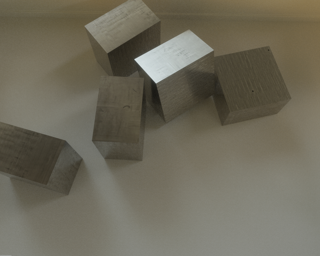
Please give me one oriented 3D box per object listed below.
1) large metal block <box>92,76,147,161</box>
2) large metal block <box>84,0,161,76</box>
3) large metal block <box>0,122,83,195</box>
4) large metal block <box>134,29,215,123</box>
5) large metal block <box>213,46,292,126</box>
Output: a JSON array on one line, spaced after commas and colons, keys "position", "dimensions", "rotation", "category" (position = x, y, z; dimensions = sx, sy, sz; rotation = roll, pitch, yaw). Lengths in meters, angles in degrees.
[{"position": [-0.046, -0.009, 0.383], "dimensions": [0.050, 0.080, 0.080], "rotation": [3, 70, 1], "category": "large metal block"}, {"position": [-0.047, -0.117, 0.423], "dimensions": [0.080, 0.080, 0.050], "rotation": [-36, 74, -12], "category": "large metal block"}, {"position": [-0.147, 0.039, 0.365], "dimensions": [0.080, 0.080, 0.050], "rotation": [15, 71, 5], "category": "large metal block"}, {"position": [0.022, -0.065, 0.399], "dimensions": [0.080, 0.080, 0.050], "rotation": [-32, 57, -11], "category": "large metal block"}, {"position": [0.115, -0.056, 0.418], "dimensions": [0.081, 0.050, 0.080], "rotation": [-12, 71, -5], "category": "large metal block"}]
